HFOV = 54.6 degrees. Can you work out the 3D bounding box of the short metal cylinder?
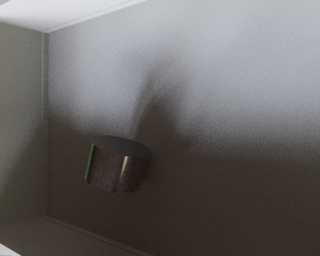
[{"bbox_3d":[-0.058,0.047,0.420,0.080,0.081,0.050,24,105,37],"label":"short metal cylinder"}]
